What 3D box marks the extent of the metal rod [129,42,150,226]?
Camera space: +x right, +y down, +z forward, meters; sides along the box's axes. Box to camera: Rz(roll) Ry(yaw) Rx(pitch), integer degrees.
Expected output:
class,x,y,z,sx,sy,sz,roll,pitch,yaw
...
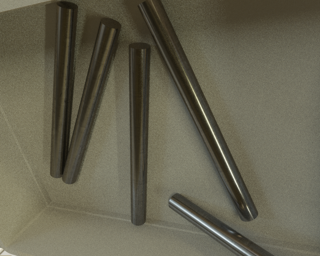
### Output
class,x,y,z,sx,sy,sz,roll,pitch,yaw
metal rod,-0.030,0.029,0.440,0.025,0.025,0.298,16,125,19

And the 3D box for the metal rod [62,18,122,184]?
class,x,y,z,sx,sy,sz,roll,pitch,yaw
metal rod,-0.108,-0.017,0.453,0.025,0.025,0.298,32,128,7

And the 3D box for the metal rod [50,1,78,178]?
class,x,y,z,sx,sy,sz,roll,pitch,yaw
metal rod,-0.147,-0.034,0.462,0.025,0.025,0.298,26,128,11

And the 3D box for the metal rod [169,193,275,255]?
class,x,y,z,sx,sy,sz,roll,pitch,yaw
metal rod,0.122,0.158,0.365,0.300,0.025,0.025,26,132,42

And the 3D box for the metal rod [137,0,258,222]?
class,x,y,z,sx,sy,sz,roll,pitch,yaw
metal rod,0.053,-0.009,0.373,0.025,0.025,0.299,-16,111,34
